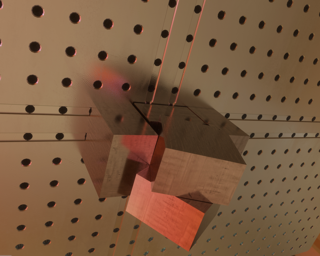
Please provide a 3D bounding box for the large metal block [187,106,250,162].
[{"bbox_3d":[0.065,0.025,0.428,0.050,0.080,0.079,4,117,-31],"label":"large metal block"}]

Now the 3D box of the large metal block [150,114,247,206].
[{"bbox_3d":[0.035,0.032,0.333,0.081,0.080,0.050,13,113,-10],"label":"large metal block"}]

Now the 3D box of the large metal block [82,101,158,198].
[{"bbox_3d":[-0.051,0.023,0.363,0.050,0.080,0.079,2,118,-30],"label":"large metal block"}]

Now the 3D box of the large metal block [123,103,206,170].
[{"bbox_3d":[0.003,0.017,0.406,0.081,0.050,0.079,3,117,-30],"label":"large metal block"}]

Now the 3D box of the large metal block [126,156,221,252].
[{"bbox_3d":[0.022,0.077,0.350,0.080,0.080,0.050,-24,136,-57],"label":"large metal block"}]
